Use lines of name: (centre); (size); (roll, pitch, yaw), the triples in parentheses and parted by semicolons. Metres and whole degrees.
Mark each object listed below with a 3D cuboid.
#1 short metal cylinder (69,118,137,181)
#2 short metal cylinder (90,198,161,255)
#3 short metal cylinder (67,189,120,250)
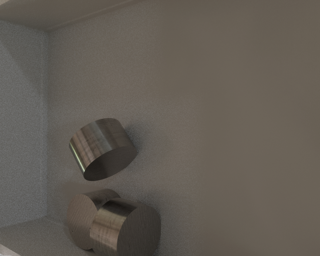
short metal cylinder: (-0.080, 0.031, 0.437); (0.080, 0.081, 0.050); (-48, 61, 29)
short metal cylinder: (-0.044, 0.137, 0.407); (0.050, 0.081, 0.079); (3, 92, 40)
short metal cylinder: (-0.096, 0.136, 0.470); (0.080, 0.050, 0.080); (0, 90, 40)
